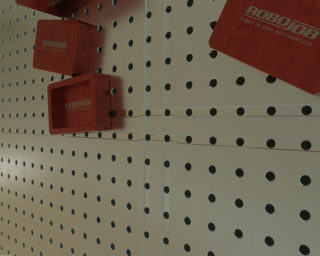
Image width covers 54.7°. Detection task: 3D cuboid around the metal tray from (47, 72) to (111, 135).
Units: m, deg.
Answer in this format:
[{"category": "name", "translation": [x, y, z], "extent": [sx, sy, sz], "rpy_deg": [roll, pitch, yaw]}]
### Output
[{"category": "metal tray", "translation": [-0.138, -0.037, 0.516], "extent": [0.130, 0.030, 0.089], "rpy_deg": [-5, 87, 39]}]

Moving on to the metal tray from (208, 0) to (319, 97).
[{"category": "metal tray", "translation": [0.122, -0.098, 0.305], "extent": [0.130, 0.030, 0.089], "rpy_deg": [36, 112, 33]}]

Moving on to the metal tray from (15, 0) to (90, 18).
[{"category": "metal tray", "translation": [-0.159, -0.226, 0.494], "extent": [0.130, 0.091, 0.030], "rpy_deg": [-12, 82, 39]}]

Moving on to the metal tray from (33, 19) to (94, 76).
[{"category": "metal tray", "translation": [-0.174, -0.142, 0.546], "extent": [0.130, 0.030, 0.089], "rpy_deg": [17, 100, 38]}]
